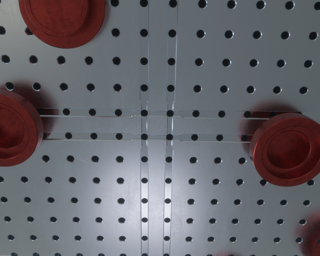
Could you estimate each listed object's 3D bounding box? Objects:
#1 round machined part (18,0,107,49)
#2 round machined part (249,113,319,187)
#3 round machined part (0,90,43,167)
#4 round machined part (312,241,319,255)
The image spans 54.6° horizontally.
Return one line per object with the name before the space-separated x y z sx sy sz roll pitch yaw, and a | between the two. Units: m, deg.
round machined part | -0.112 -0.140 0.352 0.099 0.042 0.097 0 110 0
round machined part | 0.169 0.026 0.415 0.099 0.042 0.097 0 110 0
round machined part | -0.200 -0.003 0.402 0.099 0.042 0.097 0 110 0
round machined part | 0.283 0.204 0.481 0.099 0.042 0.097 0 110 0
